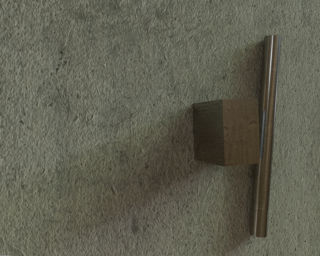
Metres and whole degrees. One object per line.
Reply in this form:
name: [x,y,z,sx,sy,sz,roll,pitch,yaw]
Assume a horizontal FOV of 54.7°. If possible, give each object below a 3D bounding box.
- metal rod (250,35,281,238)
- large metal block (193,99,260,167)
metal rod: [0.159,0.011,0.467,0.025,0.025,0.298,5,88,-20]
large metal block: [0.085,0.005,0.411,0.050,0.080,0.079,-2,91,-20]
